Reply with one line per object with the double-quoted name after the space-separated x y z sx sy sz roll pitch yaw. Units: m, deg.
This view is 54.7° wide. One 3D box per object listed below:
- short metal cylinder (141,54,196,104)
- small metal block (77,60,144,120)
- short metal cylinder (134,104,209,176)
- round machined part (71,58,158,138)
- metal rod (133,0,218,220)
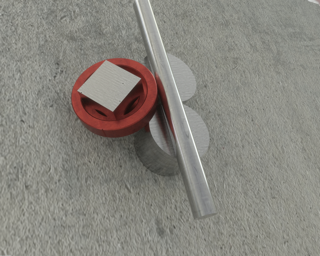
0.002 -0.057 0.425 0.081 0.050 0.080 14 56 -21 "short metal cylinder"
-0.055 -0.042 0.349 0.050 0.025 0.050 30 69 18 "small metal block"
0.014 0.014 0.388 0.081 0.050 0.080 14 55 -20 "short metal cylinder"
-0.051 -0.032 0.370 0.099 0.042 0.098 -2 63 3 "round machined part"
0.010 -0.042 0.373 0.025 0.025 0.299 -1 62 -29 "metal rod"
